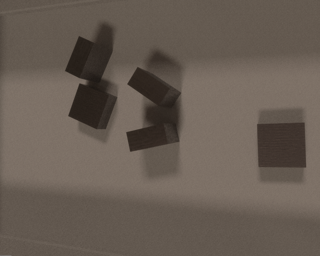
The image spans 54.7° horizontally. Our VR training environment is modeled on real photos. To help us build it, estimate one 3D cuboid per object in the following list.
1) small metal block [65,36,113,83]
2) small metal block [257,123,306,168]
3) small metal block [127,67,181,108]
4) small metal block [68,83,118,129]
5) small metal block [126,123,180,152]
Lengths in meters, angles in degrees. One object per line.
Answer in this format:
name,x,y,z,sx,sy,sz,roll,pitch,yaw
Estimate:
small metal block,-0.098,-0.093,0.430,0.025,0.050,0.050,27,99,17
small metal block,0.141,0.019,0.361,0.050,0.025,0.050,-2,89,19
small metal block,-0.006,-0.051,0.399,0.050,0.050,0.025,36,102,16
small metal block,-0.096,-0.031,0.443,0.050,0.025,0.050,23,98,18
small metal block,-0.008,0.012,0.399,0.050,0.050,0.025,-13,86,19
